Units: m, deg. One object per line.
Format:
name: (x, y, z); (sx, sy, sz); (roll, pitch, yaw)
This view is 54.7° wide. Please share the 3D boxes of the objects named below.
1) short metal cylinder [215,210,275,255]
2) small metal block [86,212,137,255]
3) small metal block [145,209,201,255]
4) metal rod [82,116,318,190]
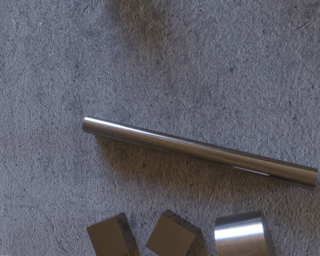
short metal cylinder: (0.098, 0.136, 0.345); (0.050, 0.080, 0.080); (-16, 85, 19)
small metal block: (-0.067, 0.152, 0.432); (0.050, 0.025, 0.050); (-25, 82, 18)
small metal block: (0.017, 0.143, 0.402); (0.050, 0.025, 0.050); (28, 99, 17)
metal rod: (0.035, 0.026, 0.395); (0.301, 0.025, 0.025); (13, 94, 19)
